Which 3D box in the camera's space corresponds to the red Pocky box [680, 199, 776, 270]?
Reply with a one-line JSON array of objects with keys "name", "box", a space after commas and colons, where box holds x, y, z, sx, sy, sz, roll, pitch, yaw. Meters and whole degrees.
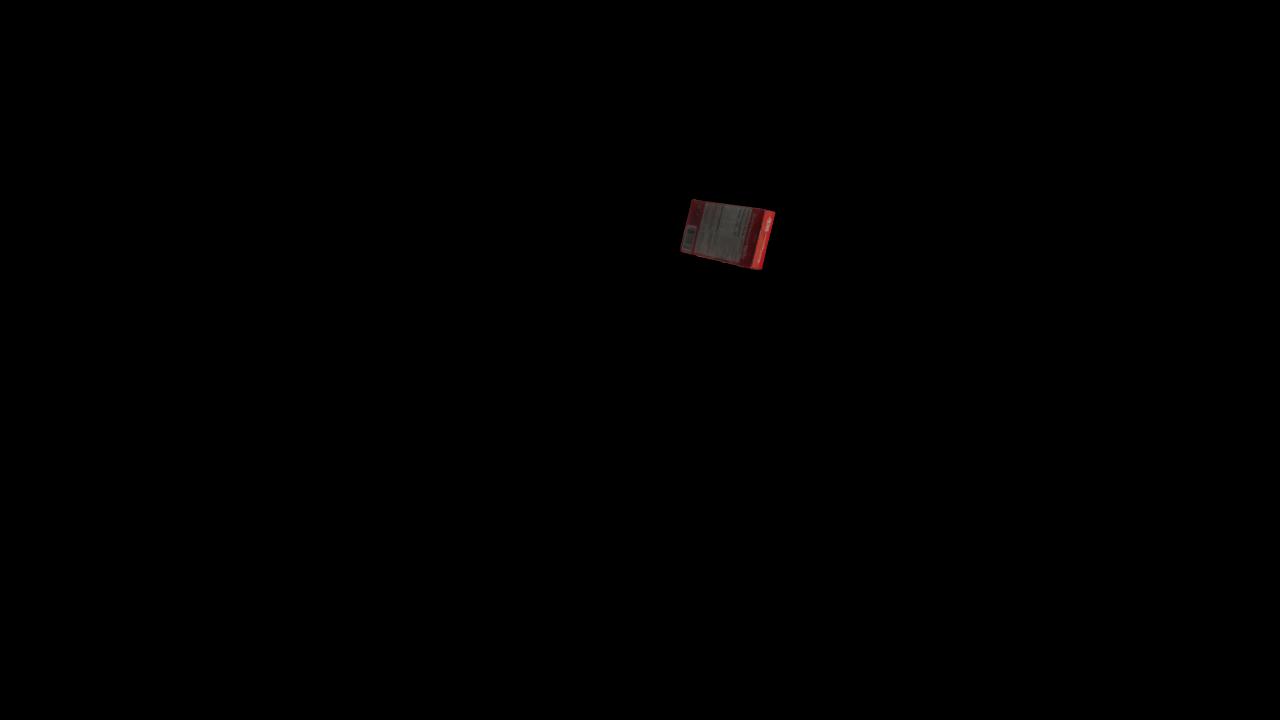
[{"name": "red Pocky box", "box": [0.123, -0.183, 0.891, 0.028, 0.083, 0.155, 4, 14, -38]}]
